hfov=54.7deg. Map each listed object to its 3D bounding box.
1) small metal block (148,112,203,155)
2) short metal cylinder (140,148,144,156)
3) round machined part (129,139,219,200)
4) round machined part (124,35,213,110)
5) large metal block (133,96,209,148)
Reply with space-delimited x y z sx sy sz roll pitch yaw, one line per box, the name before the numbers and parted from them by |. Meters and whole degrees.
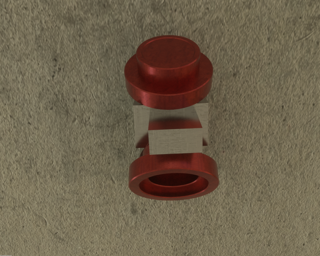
small metal block | 0.015 0.004 0.313 0.050 0.050 0.025 -2 110 1
short metal cylinder | 0.012 0.039 0.413 0.081 0.050 0.079 0 110 -1
round machined part | 0.015 0.046 0.349 0.099 0.042 0.098 -1 149 -1
round machined part | 0.009 -0.068 0.343 0.099 0.098 0.042 -2 135 0
large metal block | 0.012 -0.016 0.375 0.081 0.080 0.050 -2 110 0
